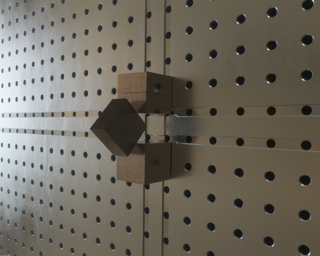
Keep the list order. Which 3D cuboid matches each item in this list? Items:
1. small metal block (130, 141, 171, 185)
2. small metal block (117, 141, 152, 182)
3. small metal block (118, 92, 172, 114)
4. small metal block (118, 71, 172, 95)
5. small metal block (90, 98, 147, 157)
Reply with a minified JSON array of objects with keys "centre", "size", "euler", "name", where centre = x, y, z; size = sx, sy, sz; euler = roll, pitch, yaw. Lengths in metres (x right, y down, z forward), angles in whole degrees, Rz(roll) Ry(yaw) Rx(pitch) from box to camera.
[{"centre":[-0.012,0.043,0.399],"size":[0.025,0.050,0.050],"euler":[2,91,40],"name":"small metal block"},{"centre":[-0.031,0.043,0.416],"size":[0.025,0.050,0.050],"euler":[2,91,40],"name":"small metal block"},{"centre":[-0.020,-0.031,0.407],"size":[0.050,0.050,0.025],"euler":[3,92,39],"name":"small metal block"},{"centre":[-0.019,-0.057,0.406],"size":[0.050,0.050,0.025],"euler":[3,92,39],"name":"small metal block"},{"centre":[-0.049,-0.001,0.377],"size":[0.025,0.050,0.050],"euler":[1,48,40],"name":"small metal block"}]
